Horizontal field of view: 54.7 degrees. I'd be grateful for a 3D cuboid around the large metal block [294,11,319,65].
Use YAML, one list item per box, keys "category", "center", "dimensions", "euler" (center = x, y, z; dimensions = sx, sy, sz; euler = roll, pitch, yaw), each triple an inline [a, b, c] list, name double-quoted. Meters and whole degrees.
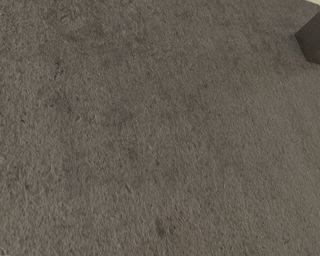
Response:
- category: "large metal block"
  center: [0.357, -0.199, 0.682]
  dimensions: [0.050, 0.080, 0.080]
  euler: [6, 59, -25]
